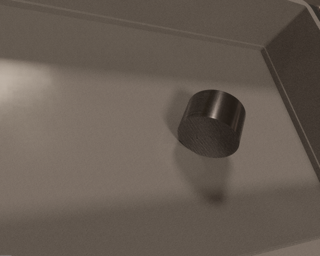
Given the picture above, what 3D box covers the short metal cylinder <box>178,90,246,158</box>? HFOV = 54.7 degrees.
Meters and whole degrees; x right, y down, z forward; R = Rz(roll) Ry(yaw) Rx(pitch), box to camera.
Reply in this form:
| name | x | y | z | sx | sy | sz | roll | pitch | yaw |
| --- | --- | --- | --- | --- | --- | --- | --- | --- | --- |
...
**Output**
| name | x | y | z | sx | sy | sz | roll | pitch | yaw |
| --- | --- | --- | --- | --- | --- | --- | --- | --- | --- |
| short metal cylinder | 0.069 | -0.004 | 0.412 | 0.080 | 0.080 | 0.050 | 31 | 52 | -9 |
